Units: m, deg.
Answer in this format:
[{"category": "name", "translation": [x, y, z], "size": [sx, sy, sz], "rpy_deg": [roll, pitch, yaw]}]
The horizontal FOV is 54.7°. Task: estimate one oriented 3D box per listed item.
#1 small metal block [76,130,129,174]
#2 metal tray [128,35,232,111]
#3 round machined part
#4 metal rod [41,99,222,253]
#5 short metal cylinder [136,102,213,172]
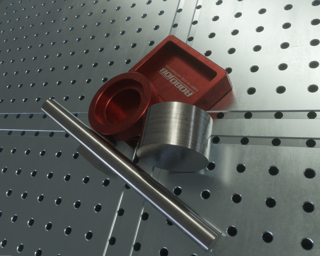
[{"category": "small metal block", "translation": [-0.080, 0.028, 0.432], "size": [0.050, 0.025, 0.050], "rpy_deg": [32, 79, 37]}, {"category": "metal tray", "translation": [0.023, -0.068, 0.432], "size": [0.090, 0.030, 0.130], "rpy_deg": [-42, 51, -2]}, {"category": "round machined part", "translation": [-0.046, -0.025, 0.425], "size": [0.098, 0.042, 0.098], "rpy_deg": [-14, 55, 22]}, {"category": "metal rod", "translation": [-0.054, 0.042, 0.383], "size": [0.300, 0.025, 0.025], "rpy_deg": [34, 81, 29]}, {"category": "short metal cylinder", "translation": [0.018, 0.013, 0.353], "size": [0.080, 0.080, 0.050], "rpy_deg": [-4, 60, 26]}]
